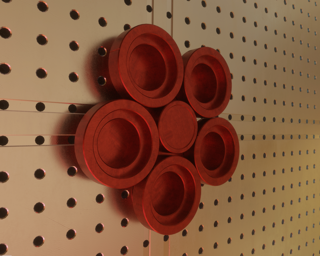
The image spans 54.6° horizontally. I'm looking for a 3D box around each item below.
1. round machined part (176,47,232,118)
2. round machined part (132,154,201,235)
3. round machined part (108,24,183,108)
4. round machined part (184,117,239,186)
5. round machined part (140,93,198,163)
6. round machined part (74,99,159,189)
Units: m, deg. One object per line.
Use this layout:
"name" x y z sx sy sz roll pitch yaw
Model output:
"round machined part" 0.055 -0.063 0.442 0.099 0.042 0.097 0 90 -40
"round machined part" 0.004 0.083 0.400 0.099 0.042 0.097 0 90 -40
"round machined part" -0.021 -0.073 0.379 0.099 0.042 0.097 0 90 -40
"round machined part" 0.070 0.033 0.455 0.099 0.042 0.097 0 90 -40
"round machined part" 0.011 -0.001 0.406 0.099 0.042 0.097 0 90 -40
"round machined part" -0.052 0.017 0.353 0.099 0.042 0.097 0 90 -40
